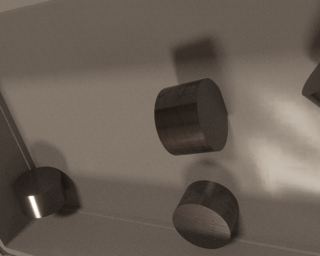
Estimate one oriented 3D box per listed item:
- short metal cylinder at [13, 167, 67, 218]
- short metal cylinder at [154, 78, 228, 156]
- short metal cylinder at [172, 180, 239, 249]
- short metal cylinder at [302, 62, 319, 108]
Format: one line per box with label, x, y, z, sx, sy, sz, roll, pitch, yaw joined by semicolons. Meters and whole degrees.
short metal cylinder;-0.212;0.113;0.552;0.080;0.080;0.050;10;123;22
short metal cylinder;0.037;-0.011;0.346;0.050;0.080;0.080;-10;114;32
short metal cylinder;0.064;0.120;0.432;0.080;0.050;0.079;13;124;20
short metal cylinder;0.168;-0.043;0.258;0.050;0.080;0.080;38;129;2
